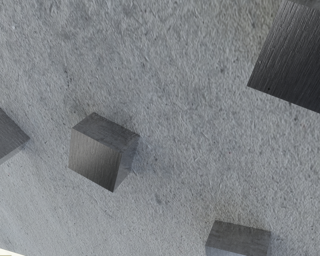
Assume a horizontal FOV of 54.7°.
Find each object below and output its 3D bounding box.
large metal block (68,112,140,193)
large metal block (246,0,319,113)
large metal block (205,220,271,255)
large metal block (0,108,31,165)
[{"bbox_3d":[-0.084,0.036,0.457,0.080,0.050,0.079,26,128,11],"label":"large metal block"},{"bbox_3d":[0.135,-0.067,0.278,0.080,0.050,0.079,24,127,13],"label":"large metal block"},{"bbox_3d":[0.114,0.187,0.446,0.080,0.050,0.079,4,121,26],"label":"large metal block"},{"bbox_3d":[-0.292,0.021,0.539,0.080,0.080,0.050,48,129,-5],"label":"large metal block"}]
